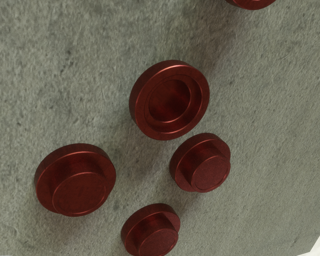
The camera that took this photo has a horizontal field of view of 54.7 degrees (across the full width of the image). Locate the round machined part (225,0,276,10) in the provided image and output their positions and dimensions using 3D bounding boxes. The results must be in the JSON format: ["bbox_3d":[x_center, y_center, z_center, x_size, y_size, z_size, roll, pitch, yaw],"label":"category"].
[{"bbox_3d":[0.099,-0.183,0.338,0.099,0.042,0.097,-14,125,-21],"label":"round machined part"}]

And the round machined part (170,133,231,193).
[{"bbox_3d":[0.068,0.059,0.472,0.099,0.042,0.097,-14,125,-21],"label":"round machined part"}]

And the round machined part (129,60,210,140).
[{"bbox_3d":[0.008,-0.037,0.379,0.099,0.042,0.097,-14,125,-21],"label":"round machined part"}]

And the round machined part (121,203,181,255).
[{"bbox_3d":[-0.010,0.173,0.500,0.099,0.042,0.097,-14,125,-21],"label":"round machined part"}]

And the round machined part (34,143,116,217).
[{"bbox_3d":[-0.102,0.071,0.385,0.099,0.042,0.097,-14,125,-21],"label":"round machined part"}]
